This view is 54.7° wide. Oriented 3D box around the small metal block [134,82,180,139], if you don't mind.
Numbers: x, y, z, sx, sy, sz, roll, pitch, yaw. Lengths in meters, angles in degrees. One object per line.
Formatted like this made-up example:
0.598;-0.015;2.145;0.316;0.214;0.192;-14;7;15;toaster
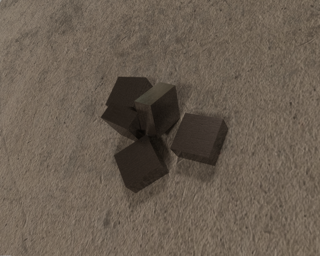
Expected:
-0.002;-0.023;0.391;0.025;0.050;0.050;18;45;34;small metal block

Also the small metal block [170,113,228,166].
0.047;0.013;0.370;0.050;0.025;0.050;11;67;32;small metal block

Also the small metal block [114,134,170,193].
-0.024;0.045;0.388;0.050;0.025;0.050;-33;52;6;small metal block

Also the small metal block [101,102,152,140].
-0.042;-0.005;0.411;0.050;0.050;0.025;22;74;36;small metal block

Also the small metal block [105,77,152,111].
-0.044;-0.047;0.455;0.050;0.025;0.050;7;65;31;small metal block
